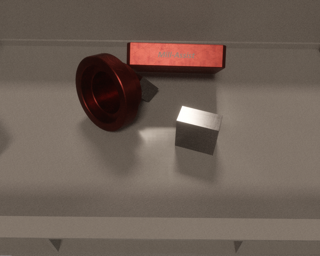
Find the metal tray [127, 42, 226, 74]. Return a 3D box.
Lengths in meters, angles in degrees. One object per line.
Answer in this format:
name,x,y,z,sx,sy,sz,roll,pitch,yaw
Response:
metal tray,0.022,-0.099,0.449,0.131,0.090,0.030,2,95,1

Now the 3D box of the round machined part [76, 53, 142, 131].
round machined part,-0.062,-0.048,0.400,0.098,0.097,0.042,36,42,26

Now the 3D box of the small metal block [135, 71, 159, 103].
small metal block,-0.037,-0.066,0.440,0.050,0.050,0.025,36,95,26

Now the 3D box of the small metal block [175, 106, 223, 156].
small metal block,0.047,0.004,0.386,0.050,0.050,0.025,14,52,11
